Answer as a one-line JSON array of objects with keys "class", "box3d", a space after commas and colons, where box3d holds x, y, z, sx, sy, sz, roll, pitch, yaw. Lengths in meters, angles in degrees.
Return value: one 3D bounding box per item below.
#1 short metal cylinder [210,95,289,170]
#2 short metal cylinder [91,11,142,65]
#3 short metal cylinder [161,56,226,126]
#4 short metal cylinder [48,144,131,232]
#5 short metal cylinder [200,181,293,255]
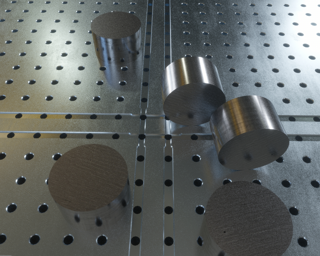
[{"class": "short metal cylinder", "box3d": [0.104, 0.007, 0.367, 0.081, 0.080, 0.050, -4, 50, -4]}, {"class": "short metal cylinder", "box3d": [-0.071, -0.151, 0.517, 0.081, 0.050, 0.080, 0, 50, 0]}, {"class": "short metal cylinder", "box3d": [0.043, -0.048, 0.413, 0.081, 0.080, 0.050, -3, 50, -3]}, {"class": "short metal cylinder", "box3d": [-0.073, 0.064, 0.337, 0.081, 0.050, 0.080, 0, 50, 0]}, {"class": "short metal cylinder", "box3d": [0.083, 0.100, 0.308, 0.081, 0.050, 0.080, 0, 50, 0]}]
